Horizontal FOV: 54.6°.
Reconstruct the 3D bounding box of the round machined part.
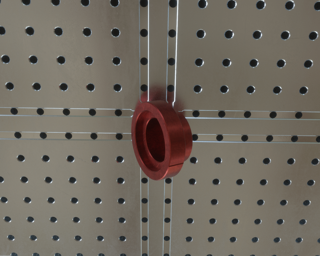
[{"bbox_3d":[0.004,0.014,0.390,0.042,0.098,0.097,-9,114,-30],"label":"round machined part"}]
